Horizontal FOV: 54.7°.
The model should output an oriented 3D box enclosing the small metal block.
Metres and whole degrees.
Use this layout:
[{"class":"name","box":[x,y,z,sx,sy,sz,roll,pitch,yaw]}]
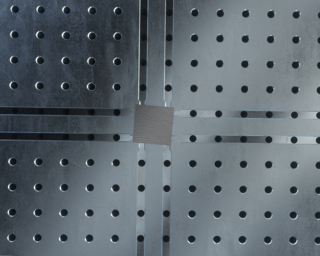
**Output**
[{"class":"small metal block","box":[-0.009,-0.004,0.413,0.050,0.025,0.050,5,90,-1]}]
